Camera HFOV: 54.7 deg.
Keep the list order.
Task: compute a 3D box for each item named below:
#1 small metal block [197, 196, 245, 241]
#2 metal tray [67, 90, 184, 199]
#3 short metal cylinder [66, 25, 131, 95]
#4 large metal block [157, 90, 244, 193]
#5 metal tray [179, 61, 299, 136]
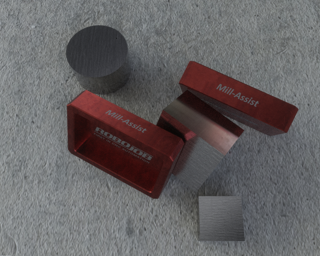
[{"bbox_3d":[0.071,0.108,0.369,0.050,0.025,0.050,0,70,0],"label":"small metal block"},{"bbox_3d":[-0.045,0.022,0.363,0.130,0.089,0.030,27,48,9],"label":"metal tray"},{"bbox_3d":[-0.082,-0.093,0.428,0.081,0.050,0.080,0,70,0],"label":"short metal cylinder"},{"bbox_3d":[0.038,0.016,0.366,0.080,0.079,0.050,37,48,12],"label":"large metal block"},{"bbox_3d":[0.091,-0.033,0.383,0.130,0.090,0.030,26,90,9],"label":"metal tray"}]
